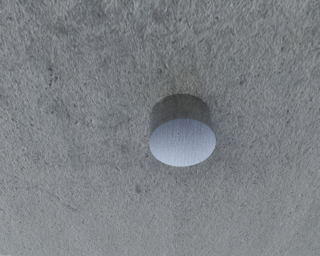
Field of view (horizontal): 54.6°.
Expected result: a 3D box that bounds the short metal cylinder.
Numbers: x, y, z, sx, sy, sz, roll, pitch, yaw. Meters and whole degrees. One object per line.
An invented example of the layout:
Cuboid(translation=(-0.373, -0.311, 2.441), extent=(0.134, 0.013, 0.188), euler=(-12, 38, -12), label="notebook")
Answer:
Cuboid(translation=(0.027, 0.003, 0.394), extent=(0.080, 0.050, 0.080), euler=(0, 130, 0), label="short metal cylinder")
